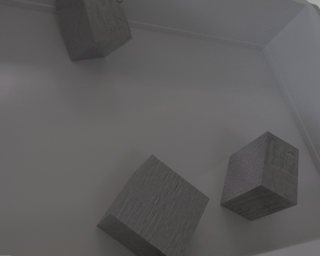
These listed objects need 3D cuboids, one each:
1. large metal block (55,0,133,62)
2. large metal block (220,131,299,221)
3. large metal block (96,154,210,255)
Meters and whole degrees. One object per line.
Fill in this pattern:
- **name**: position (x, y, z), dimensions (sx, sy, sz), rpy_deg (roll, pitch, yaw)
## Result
- **large metal block**: position (-0.086, -0.137, 0.392), dimensions (0.050, 0.080, 0.080), rpy_deg (-17, 94, -35)
- **large metal block**: position (0.128, 0.064, 0.400), dimensions (0.050, 0.080, 0.080), rpy_deg (30, 52, -10)
- **large metal block**: position (-0.006, 0.090, 0.331), dimensions (0.080, 0.050, 0.080), rpy_deg (38, 51, -3)
